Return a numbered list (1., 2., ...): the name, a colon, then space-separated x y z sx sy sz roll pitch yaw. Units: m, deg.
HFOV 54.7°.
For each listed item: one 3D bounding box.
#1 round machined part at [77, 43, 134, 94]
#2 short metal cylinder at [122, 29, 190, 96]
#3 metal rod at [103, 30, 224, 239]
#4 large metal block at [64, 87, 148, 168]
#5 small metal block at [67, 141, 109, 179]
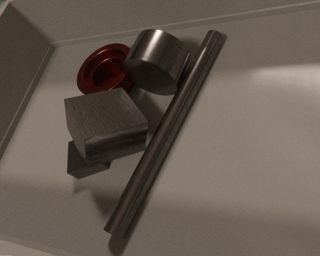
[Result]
1. round machined part: -0.076 -0.081 0.482 0.098 0.042 0.098 -13 56 21
2. short metal cylinder: -0.005 -0.088 0.425 0.080 0.080 0.050 11 66 32
3. metal rod: 0.013 -0.005 0.400 0.025 0.025 0.300 16 70 34
4. large metal block: -0.071 -0.004 0.404 0.081 0.050 0.080 -16 46 -25
5. small metal block: -0.100 0.038 0.433 0.050 0.025 0.050 -20 54 16
